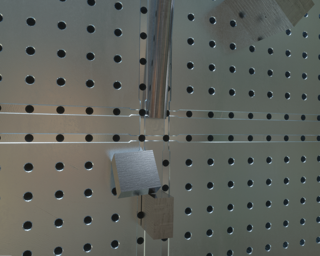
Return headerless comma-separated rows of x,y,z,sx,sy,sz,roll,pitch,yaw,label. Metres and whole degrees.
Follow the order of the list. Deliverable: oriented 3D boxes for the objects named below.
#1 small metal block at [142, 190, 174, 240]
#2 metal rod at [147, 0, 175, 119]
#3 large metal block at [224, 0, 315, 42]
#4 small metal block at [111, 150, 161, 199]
-0.004,0.109,0.399,0.025,0.050,0.050,1,90,-21,small metal block
0.007,-0.161,0.415,0.025,0.025,0.298,5,88,-20,metal rod
0.153,-0.179,0.441,0.050,0.080,0.080,-47,105,-14,large metal block
-0.031,0.058,0.391,0.050,0.025,0.050,-4,62,-20,small metal block
